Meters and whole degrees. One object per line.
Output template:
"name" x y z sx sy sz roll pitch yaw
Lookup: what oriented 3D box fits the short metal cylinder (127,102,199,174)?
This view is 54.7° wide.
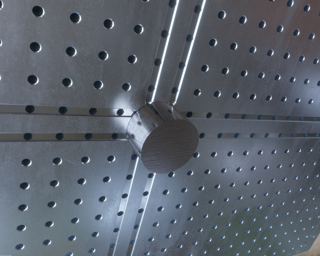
"short metal cylinder" 0.003 0.013 0.405 0.081 0.050 0.079 -14 125 -21
